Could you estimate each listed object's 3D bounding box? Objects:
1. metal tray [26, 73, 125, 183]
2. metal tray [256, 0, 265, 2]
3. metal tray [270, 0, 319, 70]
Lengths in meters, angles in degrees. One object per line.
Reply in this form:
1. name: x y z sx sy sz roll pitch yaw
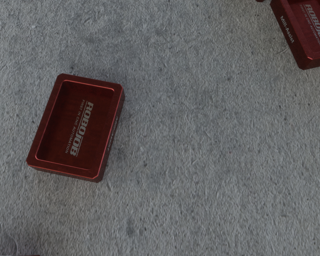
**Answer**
1. metal tray: -0.105 -0.002 0.405 0.090 0.030 0.130 11 70 4
2. metal tray: 0.179 -0.274 0.507 0.130 0.030 0.090 -39 75 -13
3. metal tray: 0.233 -0.157 0.464 0.091 0.030 0.130 -13 71 -5
